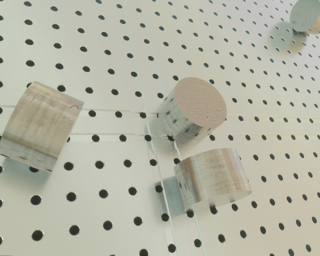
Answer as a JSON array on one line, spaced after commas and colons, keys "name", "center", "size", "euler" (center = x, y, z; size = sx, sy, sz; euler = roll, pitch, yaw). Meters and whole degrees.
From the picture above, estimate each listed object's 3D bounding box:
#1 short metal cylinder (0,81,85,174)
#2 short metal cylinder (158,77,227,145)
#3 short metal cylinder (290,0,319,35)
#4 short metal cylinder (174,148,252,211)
[{"name": "short metal cylinder", "center": [-0.116, 0.000, 0.310], "size": [0.050, 0.080, 0.080], "euler": [25, 53, -13]}, {"name": "short metal cylinder", "center": [0.045, -0.023, 0.430], "size": [0.081, 0.050, 0.080], "euler": [14, 56, -21]}, {"name": "short metal cylinder", "center": [0.354, -0.262, 0.723], "size": [0.050, 0.080, 0.080], "euler": [0, 62, -28]}, {"name": "short metal cylinder", "center": [0.061, 0.063, 0.367], "size": [0.081, 0.080, 0.050], "euler": [-1, 62, -29]}]
